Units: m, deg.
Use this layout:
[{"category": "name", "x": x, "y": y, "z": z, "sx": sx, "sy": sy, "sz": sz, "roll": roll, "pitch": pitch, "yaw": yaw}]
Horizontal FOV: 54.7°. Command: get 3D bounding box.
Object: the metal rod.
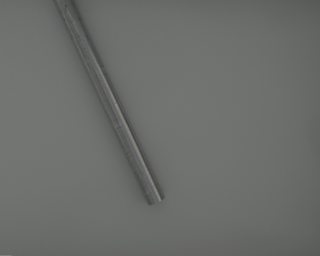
[{"category": "metal rod", "x": -0.067, "y": -0.039, "z": 0.410, "sx": 0.025, "sy": 0.025, "sz": 0.299, "roll": -25, "pitch": 90, "yaw": 0}]
